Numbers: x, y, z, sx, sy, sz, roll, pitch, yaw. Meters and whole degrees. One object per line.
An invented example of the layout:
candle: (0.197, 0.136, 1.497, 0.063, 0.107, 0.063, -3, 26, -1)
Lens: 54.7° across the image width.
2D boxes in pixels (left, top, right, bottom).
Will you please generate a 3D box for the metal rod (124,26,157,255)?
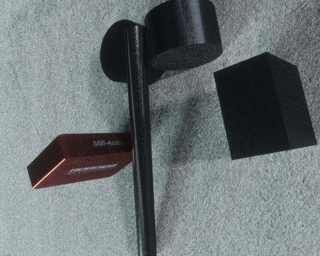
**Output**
metal rod: (-0.023, 0.030, 0.388, 0.025, 0.025, 0.298, 8, 106, 39)

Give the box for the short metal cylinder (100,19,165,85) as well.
short metal cylinder: (-0.035, -0.099, 0.418, 0.080, 0.050, 0.080, 0, 90, 40)

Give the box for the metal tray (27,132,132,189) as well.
metal tray: (-0.094, 0.041, 0.414, 0.090, 0.131, 0.030, -38, 67, 34)

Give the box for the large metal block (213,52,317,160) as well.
large metal block: (0.099, -0.017, 0.287, 0.050, 0.081, 0.080, -17, 79, 39)

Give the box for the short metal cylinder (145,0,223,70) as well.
short metal cylinder: (0.026, -0.102, 0.348, 0.080, 0.081, 0.050, -14, 81, 39)
